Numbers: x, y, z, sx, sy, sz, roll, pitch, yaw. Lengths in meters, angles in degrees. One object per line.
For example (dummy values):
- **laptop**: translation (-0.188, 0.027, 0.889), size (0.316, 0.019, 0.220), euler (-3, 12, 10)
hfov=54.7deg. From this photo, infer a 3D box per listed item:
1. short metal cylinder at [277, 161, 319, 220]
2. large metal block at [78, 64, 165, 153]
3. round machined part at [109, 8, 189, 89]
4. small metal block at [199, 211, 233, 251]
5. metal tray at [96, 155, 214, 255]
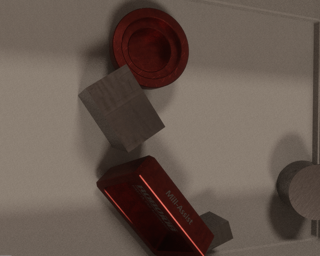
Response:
- **short metal cylinder**: translation (0.226, 0.092, 0.469), size (0.080, 0.050, 0.079), euler (0, 91, 2)
- **large metal block**: translation (-0.048, -0.021, 0.364), size (0.050, 0.080, 0.080), euler (-35, 102, -17)
- **round machined part**: translation (-0.016, -0.098, 0.396), size (0.099, 0.042, 0.097), euler (0, 90, -21)
- **small metal block**: translation (0.062, 0.141, 0.422), size (0.050, 0.050, 0.025), euler (-18, 97, -19)
- **metal tray**: translation (-0.007, 0.099, 0.372), size (0.130, 0.090, 0.030), euler (54, 48, -13)
